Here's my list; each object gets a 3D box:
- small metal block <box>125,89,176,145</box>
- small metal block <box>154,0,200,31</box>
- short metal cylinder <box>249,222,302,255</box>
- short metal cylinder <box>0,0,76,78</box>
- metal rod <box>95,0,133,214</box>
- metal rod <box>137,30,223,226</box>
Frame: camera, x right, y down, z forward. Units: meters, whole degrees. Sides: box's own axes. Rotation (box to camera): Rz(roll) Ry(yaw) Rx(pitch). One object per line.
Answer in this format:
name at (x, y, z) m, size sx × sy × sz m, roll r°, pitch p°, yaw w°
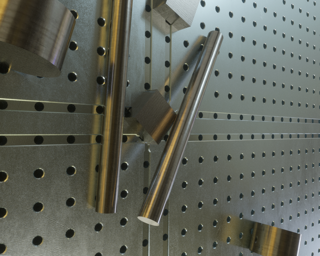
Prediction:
small metal block at (-0.011, -0.014, 0.400) m, size 0.050 × 0.025 × 0.050 m, roll 51°, pitch 60°, yaw -28°
small metal block at (0.025, -0.173, 0.430) m, size 0.050 × 0.025 × 0.050 m, roll 30°, pitch 71°, yaw -36°
short metal cylinder at (0.203, 0.201, 0.544) m, size 0.080 × 0.080 × 0.050 m, roll 26°, pitch 74°, yaw -37°
short metal cylinder at (-0.121, -0.083, 0.272) m, size 0.080 × 0.080 × 0.050 m, roll 21°, pitch 77°, yaw -38°
metal rod at (-0.052, -0.053, 0.365) m, size 0.025 × 0.025 × 0.298 m, roll 6°, pitch 86°, yaw -40°
metal rod at (0.037, -0.020, 0.409) m, size 0.025 × 0.025 × 0.300 m, roll 42°, pitch 55°, yaw -32°
